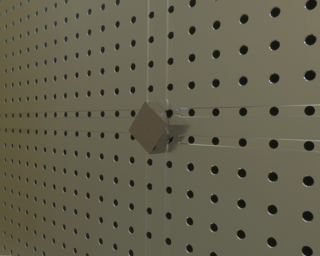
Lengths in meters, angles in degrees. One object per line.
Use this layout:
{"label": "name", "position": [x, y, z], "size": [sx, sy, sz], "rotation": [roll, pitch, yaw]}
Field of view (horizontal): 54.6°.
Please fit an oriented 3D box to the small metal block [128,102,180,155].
{"label": "small metal block", "position": [-0.009, 0.000, 0.418], "size": [0.050, 0.025, 0.050], "rotation": [46, 118, 30]}
